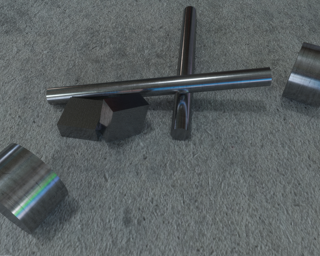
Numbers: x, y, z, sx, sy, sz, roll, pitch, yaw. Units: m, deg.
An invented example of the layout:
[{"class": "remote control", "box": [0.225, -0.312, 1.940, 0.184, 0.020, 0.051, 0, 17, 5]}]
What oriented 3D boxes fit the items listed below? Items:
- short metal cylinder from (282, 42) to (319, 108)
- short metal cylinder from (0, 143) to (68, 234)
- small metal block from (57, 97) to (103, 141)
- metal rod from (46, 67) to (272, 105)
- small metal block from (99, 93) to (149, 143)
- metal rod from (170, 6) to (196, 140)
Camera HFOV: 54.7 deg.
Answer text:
[{"class": "short metal cylinder", "box": [0.210, -0.074, 0.431, 0.050, 0.080, 0.080, 22, 53, 17]}, {"class": "short metal cylinder", "box": [-0.142, 0.061, 0.315, 0.080, 0.080, 0.050, 26, 55, 20]}, {"class": "small metal block", "box": [-0.101, -0.012, 0.413, 0.050, 0.025, 0.050, 7, 50, 6]}, {"class": "metal rod", "box": [-0.006, -0.056, 0.423, 0.302, 0.025, 0.025, -4, 50, 7]}, {"class": "small metal block", "box": [-0.046, -0.013, 0.390, 0.050, 0.050, 0.025, -15, 50, -34]}, {"class": "metal rod", "box": [0.041, -0.106, 0.492, 0.025, 0.025, 0.300, 5, 50, 4]}]
